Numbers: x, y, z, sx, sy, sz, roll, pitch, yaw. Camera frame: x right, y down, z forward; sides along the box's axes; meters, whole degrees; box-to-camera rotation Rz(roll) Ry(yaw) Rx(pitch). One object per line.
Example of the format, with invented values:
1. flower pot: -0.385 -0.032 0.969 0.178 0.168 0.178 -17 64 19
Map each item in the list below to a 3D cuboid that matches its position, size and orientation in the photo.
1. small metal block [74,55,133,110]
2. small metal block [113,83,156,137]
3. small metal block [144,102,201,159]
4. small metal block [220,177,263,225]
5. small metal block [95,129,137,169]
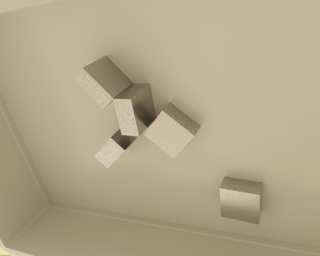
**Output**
1. small metal block: -0.070 -0.058 0.392 0.050 0.050 0.025 45 129 -4
2. small metal block: -0.030 -0.024 0.392 0.025 0.050 0.050 4 120 26
3. small metal block: 0.016 0.003 0.401 0.050 0.025 0.050 39 129 1
4. small metal block: 0.108 0.096 0.410 0.050 0.025 0.050 6 121 25
5. small metal block: -0.058 0.023 0.435 0.025 0.050 0.050 43 129 -2
